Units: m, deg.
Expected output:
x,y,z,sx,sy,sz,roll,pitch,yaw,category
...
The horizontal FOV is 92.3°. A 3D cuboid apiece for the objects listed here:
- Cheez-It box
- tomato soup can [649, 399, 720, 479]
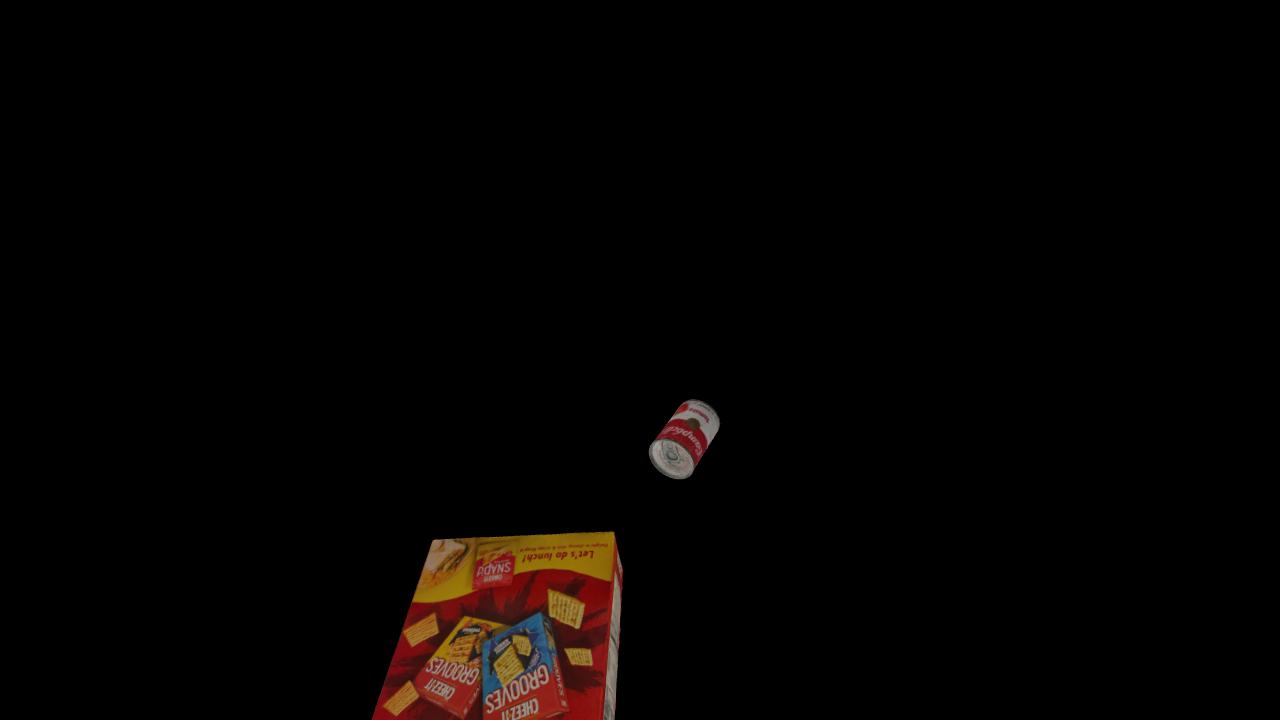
x,y,z,sx,sy,sz,roll,pitch,yaw,category
-0.101,0.244,0.463,0.166,0.071,0.223,-4,41,6,Cheez-It box
0.064,0.109,0.859,0.068,0.068,0.101,0,30,32,tomato soup can
